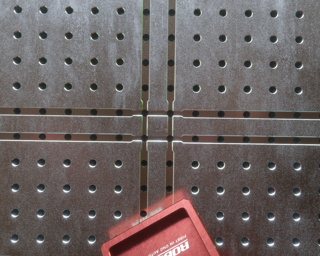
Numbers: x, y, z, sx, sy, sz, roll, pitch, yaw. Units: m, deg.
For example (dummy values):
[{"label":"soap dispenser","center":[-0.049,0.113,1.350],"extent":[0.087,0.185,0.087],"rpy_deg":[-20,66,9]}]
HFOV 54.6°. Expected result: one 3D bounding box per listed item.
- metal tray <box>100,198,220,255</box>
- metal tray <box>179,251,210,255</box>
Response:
[{"label":"metal tray","center":[0.001,0.160,0.389],"extent":[0.130,0.030,0.090],"rpy_deg":[-29,59,0]},{"label":"metal tray","center":[0.060,0.239,0.411],"extent":[0.090,0.030,0.129],"rpy_deg":[9,90,0]}]
